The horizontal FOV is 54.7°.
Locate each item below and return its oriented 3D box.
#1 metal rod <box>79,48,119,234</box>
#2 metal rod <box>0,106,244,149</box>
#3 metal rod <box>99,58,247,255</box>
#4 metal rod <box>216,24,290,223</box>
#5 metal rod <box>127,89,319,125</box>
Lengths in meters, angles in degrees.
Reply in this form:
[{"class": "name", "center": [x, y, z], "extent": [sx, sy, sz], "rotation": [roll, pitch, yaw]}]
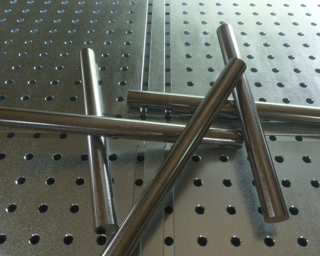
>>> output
[{"class": "metal rod", "center": [-0.087, -0.008, 0.413], "extent": [0.025, 0.025, 0.300], "rotation": [-9, 51, -8]}, {"class": "metal rod", "center": [-0.047, 0.000, 0.378], "extent": [0.302, 0.025, 0.025], "rotation": [6, 50, -7]}, {"class": "metal rod", "center": [0.023, 0.030, 0.348], "extent": [0.025, 0.025, 0.301], "rotation": [26, 65, 20]}, {"class": "metal rod", "center": [0.111, -0.030, 0.402], "extent": [0.025, 0.025, 0.299], "rotation": [-3, 56, -3]}, {"class": "metal rod", "center": [0.105, -0.028, 0.432], "extent": [0.302, 0.025, 0.025], "rotation": [6, 50, 4]}]
